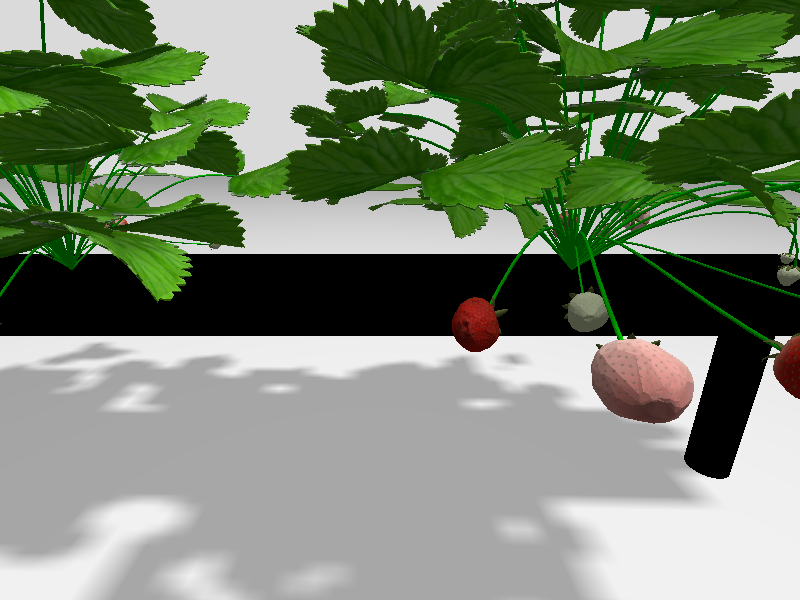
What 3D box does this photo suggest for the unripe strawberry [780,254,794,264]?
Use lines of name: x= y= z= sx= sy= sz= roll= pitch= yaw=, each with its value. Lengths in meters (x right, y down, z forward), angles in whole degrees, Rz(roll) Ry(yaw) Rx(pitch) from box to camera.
unripe strawberry: x=0.364 y=-0.039 z=0.377 sx=0.010 sy=0.010 sz=0.009 roll=-2 pitch=19 yaw=-5

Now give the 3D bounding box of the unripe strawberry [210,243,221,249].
unripe strawberry: x=-0.205 y=-0.063 z=0.446 sx=0.011 sy=0.011 sz=0.011 roll=17 pitch=25 yaw=41

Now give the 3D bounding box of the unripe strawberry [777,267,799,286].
unripe strawberry: x=0.292 y=-0.018 z=0.301 sx=0.012 sy=0.015 sz=0.015 roll=8 pitch=20 yaw=22

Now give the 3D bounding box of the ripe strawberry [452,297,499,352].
ripe strawberry: x=0.036 y=0.013 z=0.199 sx=0.024 sy=0.027 sz=0.026 roll=13 pitch=23 yaw=33

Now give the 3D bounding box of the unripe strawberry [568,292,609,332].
unripe strawberry: x=0.105 y=0.008 z=0.224 sx=0.022 sy=0.023 sz=0.023 roll=6 pitch=21 yaw=18

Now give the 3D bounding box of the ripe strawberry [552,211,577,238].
ripe strawberry: x=0.206 y=-0.093 z=0.497 sx=0.030 sy=0.034 sz=0.033 roll=6 pitch=19 yaw=18

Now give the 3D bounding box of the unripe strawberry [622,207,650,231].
unripe strawberry: x=0.332 y=-0.116 z=0.560 sx=0.033 sy=0.038 sz=0.036 roll=15 pitch=23 yaw=37

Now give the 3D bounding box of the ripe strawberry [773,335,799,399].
ripe strawberry: x=0.168 y=0.028 z=0.158 sx=0.027 sy=0.028 sz=0.029 roll=-1 pitch=19 yaw=-3

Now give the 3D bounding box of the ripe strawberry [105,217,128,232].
ripe strawberry: x=-0.368 y=-0.096 z=0.518 sx=0.029 sy=0.025 sz=0.029 roll=-8 pitch=20 yaw=-22

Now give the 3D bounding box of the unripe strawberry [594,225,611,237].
unripe strawberry: x=0.256 y=-0.087 z=0.507 sx=0.019 sy=0.017 sz=0.019 roll=12 pitch=-25 yaw=31

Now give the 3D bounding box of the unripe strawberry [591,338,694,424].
unripe strawberry: x=0.087 y=0.030 z=0.144 sx=0.033 sy=0.028 sz=0.033 roll=6 pitch=20 yaw=16
